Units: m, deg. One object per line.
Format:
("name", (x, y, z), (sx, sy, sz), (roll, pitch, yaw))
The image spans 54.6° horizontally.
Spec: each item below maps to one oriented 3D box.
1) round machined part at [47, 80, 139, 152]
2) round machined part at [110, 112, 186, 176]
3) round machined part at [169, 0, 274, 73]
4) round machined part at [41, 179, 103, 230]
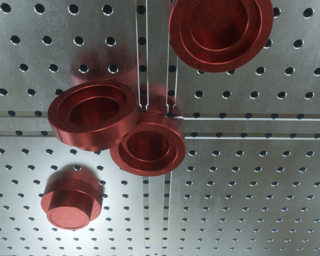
("round machined part", (-0.072, -0.011, 0.354), (0.098, 0.098, 0.042), (-4, 130, 3))
("round machined part", (-0.016, 0.017, 0.415), (0.099, 0.042, 0.097), (0, 130, 0))
("round machined part", (0.057, -0.108, 0.309), (0.099, 0.042, 0.097), (0, 130, 0))
("round machined part", (-0.147, 0.132, 0.512), (0.099, 0.042, 0.097), (0, 130, 0))
